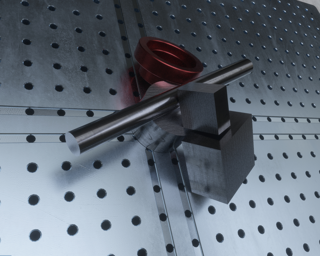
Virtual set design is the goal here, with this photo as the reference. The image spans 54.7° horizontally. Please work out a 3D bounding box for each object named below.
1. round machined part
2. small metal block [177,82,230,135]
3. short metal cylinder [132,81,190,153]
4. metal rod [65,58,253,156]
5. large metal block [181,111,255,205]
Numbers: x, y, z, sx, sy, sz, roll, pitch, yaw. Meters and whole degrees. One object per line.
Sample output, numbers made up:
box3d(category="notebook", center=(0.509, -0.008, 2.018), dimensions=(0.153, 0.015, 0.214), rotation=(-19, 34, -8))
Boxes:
box3d(category="round machined part", center=(0.009, -0.088, 0.442), dimensions=(0.099, 0.042, 0.098), rotation=(19, 31, -12))
box3d(category="small metal block", center=(0.051, -0.024, 0.357), dimensions=(0.025, 0.050, 0.050), rotation=(-34, 123, -38))
box3d(category="short metal cylinder", center=(0.008, -0.014, 0.406), dimensions=(0.081, 0.050, 0.080), rotation=(14, 56, -21))
box3d(category="metal rod", center=(0.025, -0.039, 0.382), dimensions=(0.302, 0.025, 0.025), rotation=(-27, 77, -37))
box3d(category="large metal block", center=(0.076, 0.032, 0.386), dimensions=(0.080, 0.050, 0.080), rotation=(-41, 130, -39))
